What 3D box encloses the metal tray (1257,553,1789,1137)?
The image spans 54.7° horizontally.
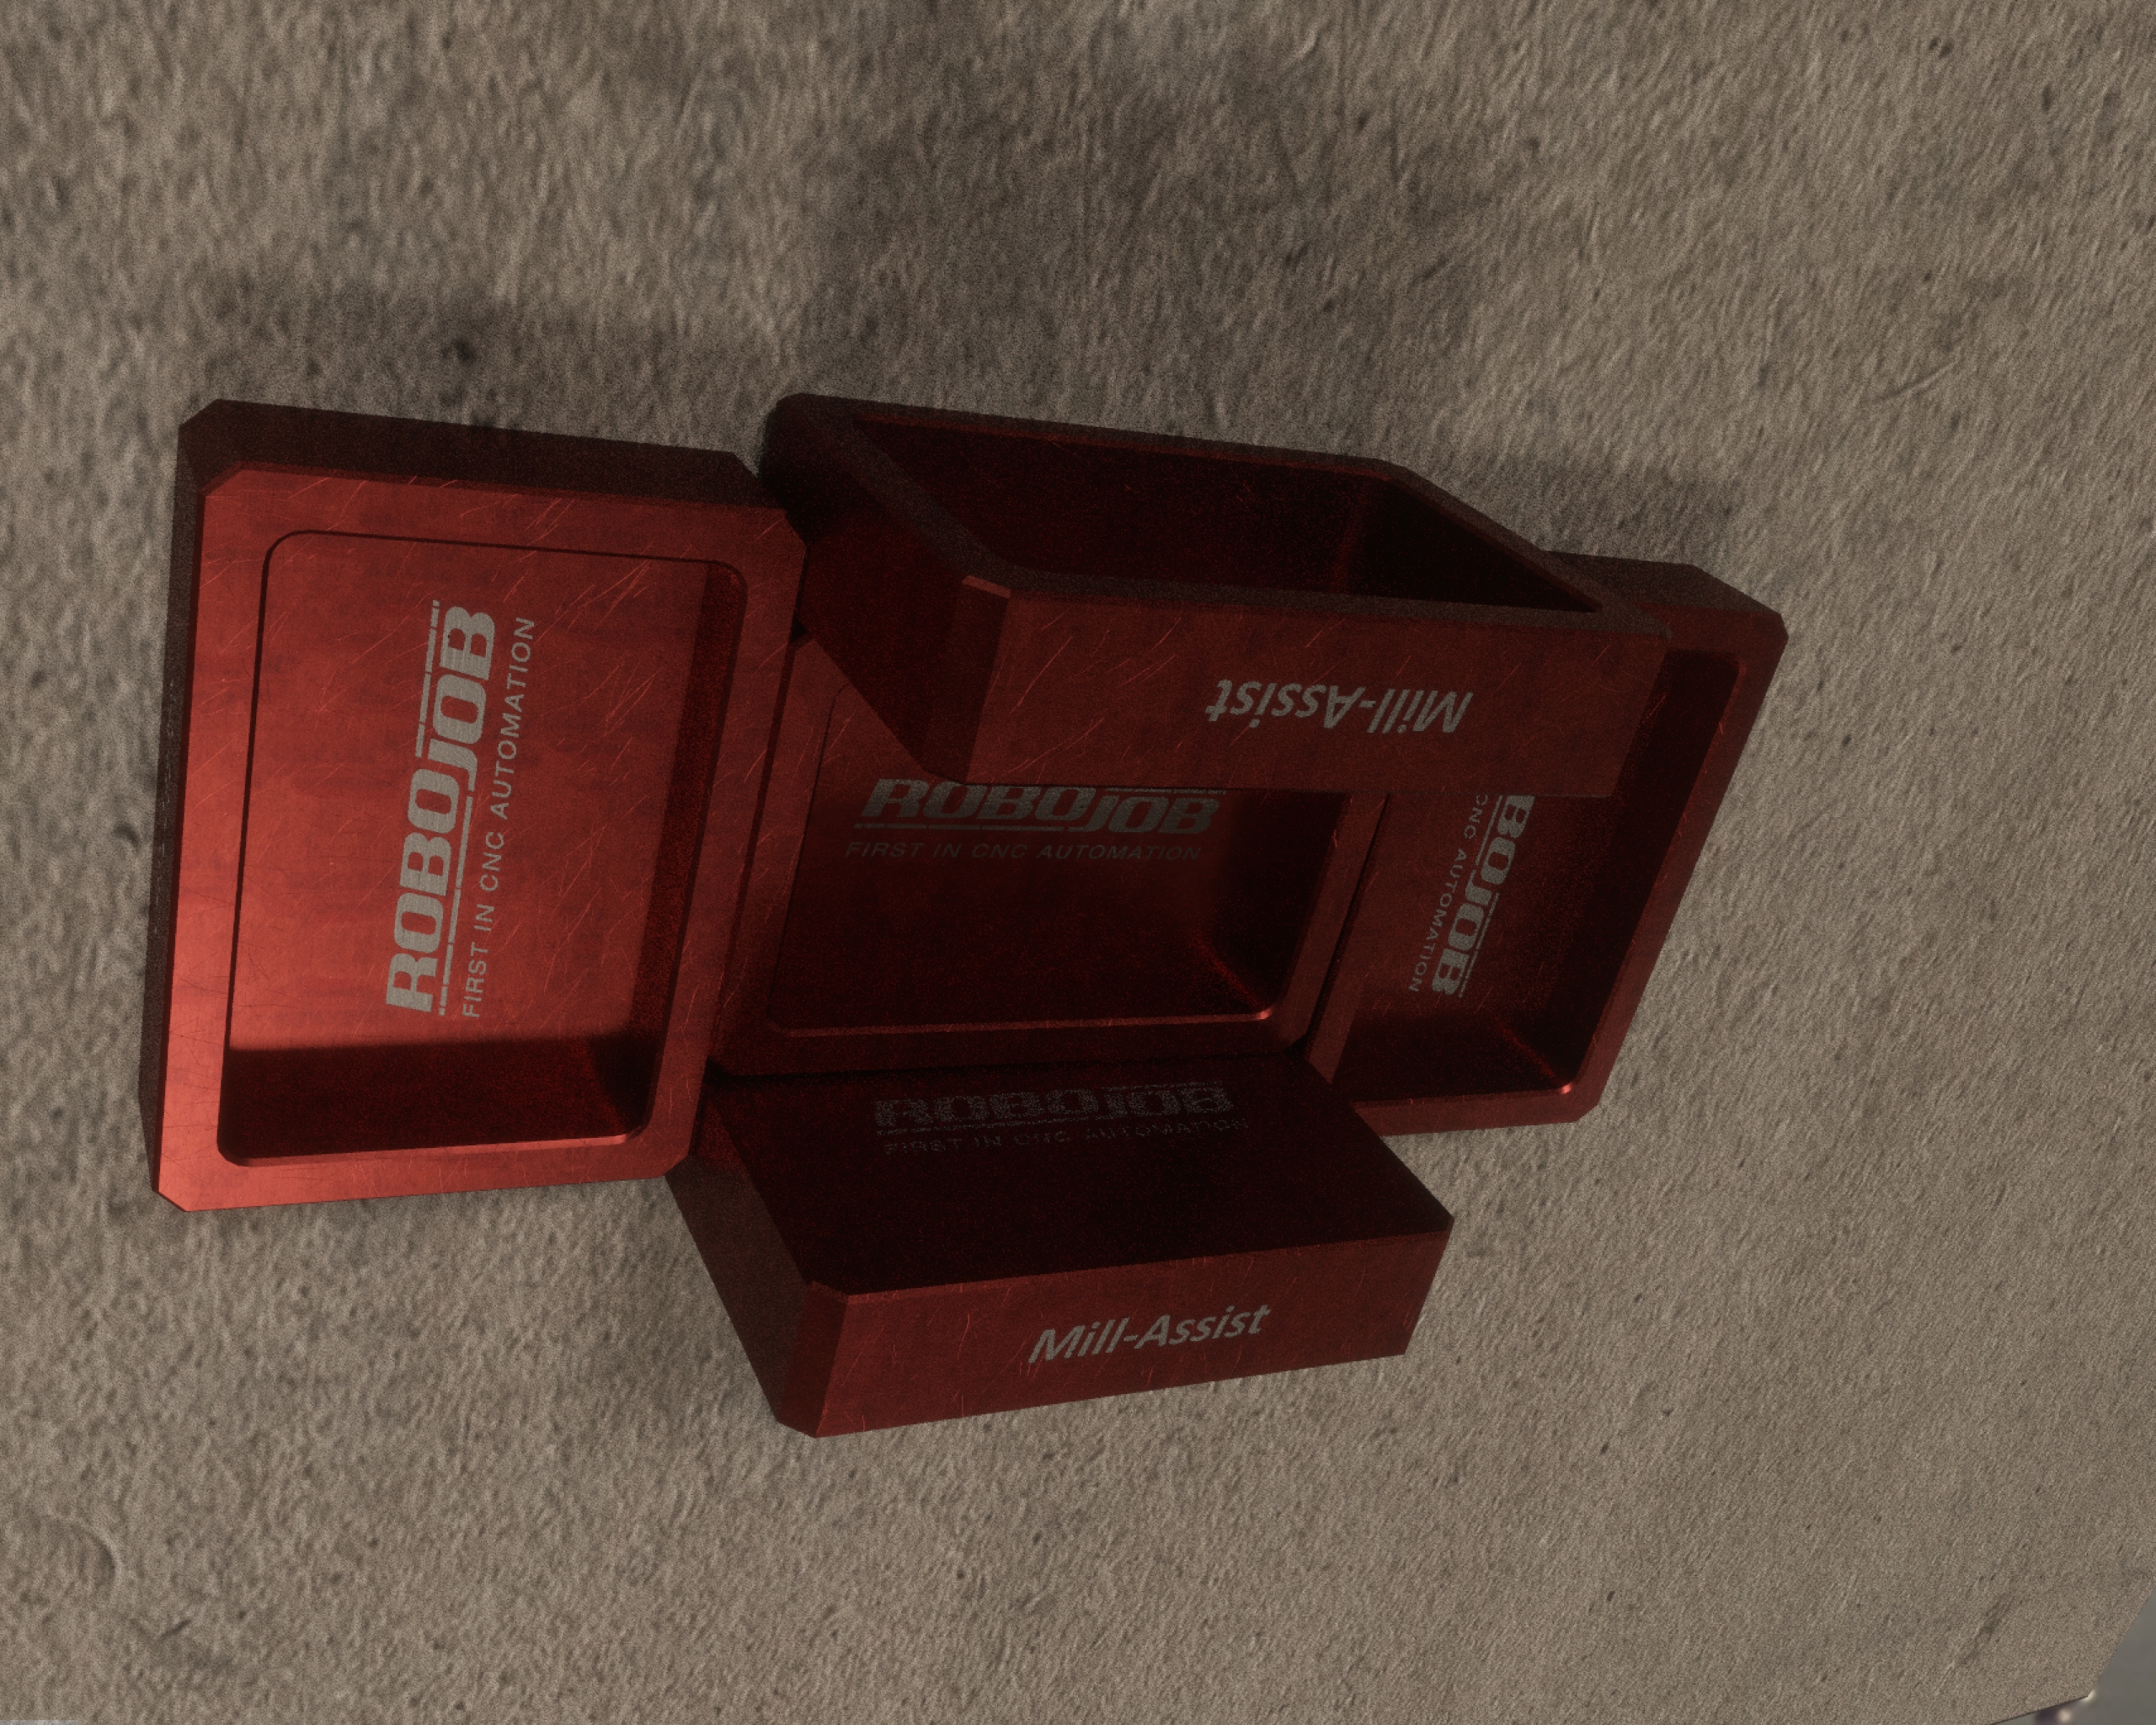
[{"bbox_3d":[0.091,-0.002,0.456,0.091,0.030,0.129,0,118,-29],"label":"metal tray"}]

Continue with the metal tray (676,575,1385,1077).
[{"bbox_3d":[-0.006,-0.007,0.399,0.131,0.030,0.089,1,118,-29],"label":"metal tray"}]

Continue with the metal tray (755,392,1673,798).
[{"bbox_3d":[0.021,-0.045,0.352,0.131,0.090,0.030,0,119,-29],"label":"metal tray"}]

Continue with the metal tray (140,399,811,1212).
[{"bbox_3d":[-0.102,-0.006,0.346,0.091,0.030,0.129,0,118,-29],"label":"metal tray"}]

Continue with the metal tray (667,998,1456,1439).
[{"bbox_3d":[-0.006,0.061,0.400,0.131,0.090,0.030,0,118,-29],"label":"metal tray"}]
